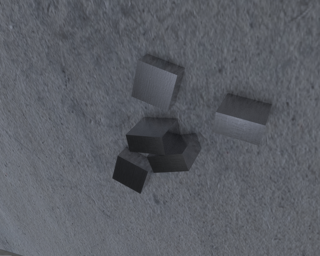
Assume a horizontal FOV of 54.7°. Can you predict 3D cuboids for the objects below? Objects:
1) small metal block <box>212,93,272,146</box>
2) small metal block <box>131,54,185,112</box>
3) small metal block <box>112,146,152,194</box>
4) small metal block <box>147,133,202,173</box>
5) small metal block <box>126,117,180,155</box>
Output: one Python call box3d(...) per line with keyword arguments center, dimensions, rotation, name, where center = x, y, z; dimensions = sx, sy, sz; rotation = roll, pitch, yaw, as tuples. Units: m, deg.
box3d(center=(0.090, -0.011, 0.336), dimensions=(0.050, 0.050, 0.025), rotation=(17, 125, 18), name="small metal block")
box3d(center=(-0.003, -0.055, 0.373), dimensions=(0.050, 0.025, 0.050), rotation=(24, 127, 13), name="small metal block")
box3d(center=(-0.040, 0.064, 0.465), dimensions=(0.050, 0.025, 0.050), rotation=(27, 128, 11), name="small metal block")
box3d(center=(0.019, 0.032, 0.399), dimensions=(0.050, 0.050, 0.025), rotation=(-8, 115, 31), name="small metal block")
box3d(center=(-0.008, 0.009, 0.399), dimensions=(0.050, 0.050, 0.025), rotation=(4, 120, 26), name="small metal block")
